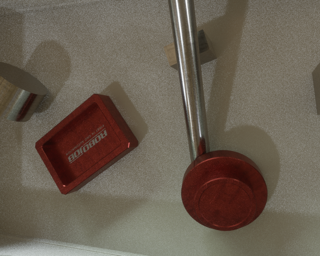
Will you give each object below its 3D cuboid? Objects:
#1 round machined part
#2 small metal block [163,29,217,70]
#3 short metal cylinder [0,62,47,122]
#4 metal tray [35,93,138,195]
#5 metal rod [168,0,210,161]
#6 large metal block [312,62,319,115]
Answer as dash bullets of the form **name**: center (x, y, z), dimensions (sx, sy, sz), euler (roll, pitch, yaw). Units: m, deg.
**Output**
- **round machined part**: center (0.074, 0.078, 0.358), dimensions (0.099, 0.042, 0.097), euler (2, 109, 7)
- **small metal block**: center (0.039, -0.093, 0.383), dimensions (0.050, 0.050, 0.025), euler (-20, 84, 18)
- **short metal cylinder**: center (-0.216, -0.053, 0.456), dimensions (0.080, 0.080, 0.050), euler (40, 103, 15)
- **metal tray**: center (-0.107, 0.024, 0.444), dimensions (0.130, 0.030, 0.090), euler (-37, 79, 16)
- **metal rod**: center (0.030, -0.077, 0.329), dimensions (0.025, 0.025, 0.298), euler (-1, 117, 20)
- **large metal block**: center (0.204, -0.044, 0.310), dimensions (0.080, 0.080, 0.050), euler (-7, 88, 19)
